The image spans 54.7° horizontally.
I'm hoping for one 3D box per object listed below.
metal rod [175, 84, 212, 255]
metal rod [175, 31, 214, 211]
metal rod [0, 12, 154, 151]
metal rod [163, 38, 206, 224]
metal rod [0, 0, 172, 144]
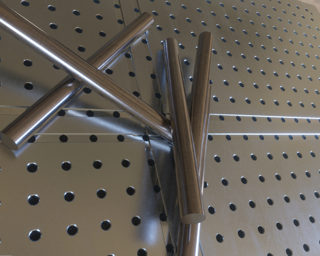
[{"bbox_3d":[0.045,0.058,0.398,0.025,0.025,0.300,22,53,-15],"label":"metal rod"},{"bbox_3d":[0.053,-0.031,0.431,0.025,0.025,0.300,22,53,-15],"label":"metal rod"},{"bbox_3d":[-0.088,-0.082,0.411,0.025,0.025,0.301,38,51,-3],"label":"metal rod"},{"bbox_3d":[0.025,-0.023,0.404,0.025,0.025,0.300,15,45,-20],"label":"metal rod"},{"bbox_3d":[-0.090,-0.067,0.367,0.301,0.025,0.025,34,50,-19],"label":"metal rod"}]
